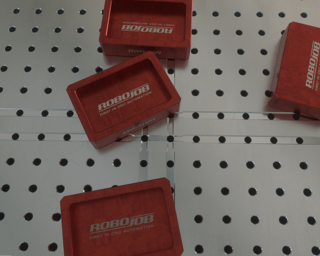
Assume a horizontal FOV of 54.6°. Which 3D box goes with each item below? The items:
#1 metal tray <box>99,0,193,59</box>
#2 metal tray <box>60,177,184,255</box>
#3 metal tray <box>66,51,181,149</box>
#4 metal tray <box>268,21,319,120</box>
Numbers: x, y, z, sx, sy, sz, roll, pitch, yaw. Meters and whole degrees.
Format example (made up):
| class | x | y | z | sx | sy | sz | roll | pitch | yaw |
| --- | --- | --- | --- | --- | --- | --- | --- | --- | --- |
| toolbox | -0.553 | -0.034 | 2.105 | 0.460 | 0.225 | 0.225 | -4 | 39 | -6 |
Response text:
| class | x | y | z | sx | sy | sz | roll | pitch | yaw |
| --- | --- | --- | --- | --- | --- | --- | --- | --- | --- |
| metal tray | -0.019 | -0.152 | 0.464 | 0.131 | 0.030 | 0.090 | 4 | 70 | 1 |
| metal tray | -0.045 | 0.116 | 0.366 | 0.131 | 0.030 | 0.090 | -10 | 70 | -4 |
| metal tray | -0.048 | -0.040 | 0.423 | 0.131 | 0.030 | 0.090 | -25 | 72 | -9 |
| metal tray | 0.214 | -0.082 | 0.440 | 0.090 | 0.030 | 0.130 | 16 | 71 | 6 |
